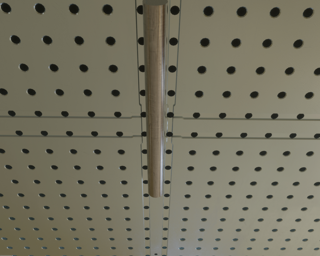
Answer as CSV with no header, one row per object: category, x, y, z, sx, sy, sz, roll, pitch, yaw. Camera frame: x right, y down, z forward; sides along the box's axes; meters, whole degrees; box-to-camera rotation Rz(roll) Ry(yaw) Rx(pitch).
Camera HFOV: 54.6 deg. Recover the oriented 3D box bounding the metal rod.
metal rod,-0.006,-0.011,0.402,0.025,0.025,0.298,0,130,0
